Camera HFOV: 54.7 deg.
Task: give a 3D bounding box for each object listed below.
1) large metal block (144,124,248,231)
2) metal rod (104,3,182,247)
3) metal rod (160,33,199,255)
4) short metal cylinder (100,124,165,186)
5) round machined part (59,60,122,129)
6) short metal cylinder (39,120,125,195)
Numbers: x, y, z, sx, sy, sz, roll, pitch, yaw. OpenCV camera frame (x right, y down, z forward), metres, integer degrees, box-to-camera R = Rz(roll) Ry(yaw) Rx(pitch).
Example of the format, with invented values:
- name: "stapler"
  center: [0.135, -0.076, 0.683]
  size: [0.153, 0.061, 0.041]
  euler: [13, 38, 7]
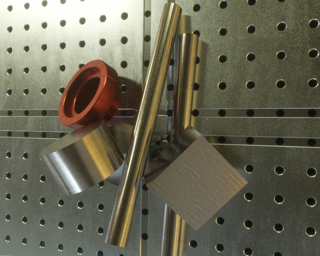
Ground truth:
- name: "large metal block"
  center: [0.038, 0.056, 0.361]
  size: [0.080, 0.050, 0.080]
  euler: [-45, 106, 3]
- name: "metal rod"
  center: [-0.016, -0.016, 0.372]
  size: [0.025, 0.025, 0.299]
  euler: [8, 75, 20]
- name: "metal rod"
  center: [0.024, 0.030, 0.403]
  size: [0.025, 0.025, 0.298]
  euler: [6, 92, 20]
- name: "short metal cylinder"
  center: [-0.039, 0.034, 0.413]
  size: [0.080, 0.050, 0.080]
  euler: [0, 90, 20]
- name: "round machined part"
  center: [-0.090, -0.040, 0.419]
  size: [0.098, 0.042, 0.098]
  euler: [-23, 51, 33]
- name: "short metal cylinder"
  center: [-0.088, 0.032, 0.354]
  size: [0.080, 0.080, 0.050]
  euler: [-21, 105, 19]
